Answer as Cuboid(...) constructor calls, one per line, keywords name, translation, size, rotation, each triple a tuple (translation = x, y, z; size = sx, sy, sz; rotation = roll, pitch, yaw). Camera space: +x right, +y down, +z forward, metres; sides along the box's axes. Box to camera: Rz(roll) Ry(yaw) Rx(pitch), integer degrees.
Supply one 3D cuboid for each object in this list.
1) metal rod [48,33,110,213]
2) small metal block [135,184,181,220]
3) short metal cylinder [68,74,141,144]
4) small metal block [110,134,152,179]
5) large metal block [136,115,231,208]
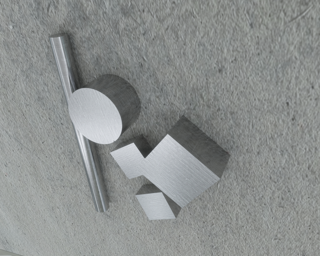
Cuboid(name="metal rod", translation=(-0.116, 0.010, 0.471), size=(0.025, 0.025, 0.298), rotation=(7, 122, 24))
Cuboid(name="small metal block", translation=(-0.002, 0.113, 0.476), size=(0.050, 0.025, 0.050), rotation=(-14, 111, 33))
Cuboid(name="short metal cylinder", translation=(-0.073, -0.025, 0.412), size=(0.080, 0.050, 0.079), rotation=(13, 124, 20))
Cuboid(name="small metal block", translation=(-0.036, 0.042, 0.450), size=(0.050, 0.025, 0.050), rotation=(-24, 106, 36))
Cuboid(name="large metal block", translation=(0.029, 0.044, 0.401), size=(0.080, 0.050, 0.080), rotation=(41, 129, 0))
